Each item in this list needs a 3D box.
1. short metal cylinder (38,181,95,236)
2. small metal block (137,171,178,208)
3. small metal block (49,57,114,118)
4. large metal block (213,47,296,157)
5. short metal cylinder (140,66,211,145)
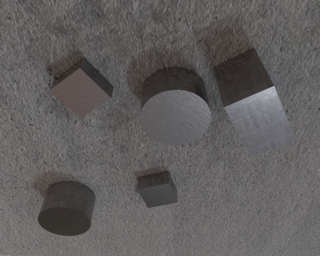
[{"bbox_3d":[-0.148,0.131,0.501,0.081,0.050,0.079,0,130,0],"label":"short metal cylinder"},{"bbox_3d":[-0.003,0.098,0.491,0.050,0.025,0.050,-14,129,11],"label":"small metal block"},{"bbox_3d":[-0.092,-0.047,0.367,0.050,0.025,0.050,-30,125,22],"label":"small metal block"},{"bbox_3d":[0.104,-0.029,0.347,0.050,0.080,0.080,-24,126,19],"label":"large metal block"},{"bbox_3d":[0.017,-0.026,0.369,0.081,0.050,0.079,0,130,0],"label":"short metal cylinder"}]
